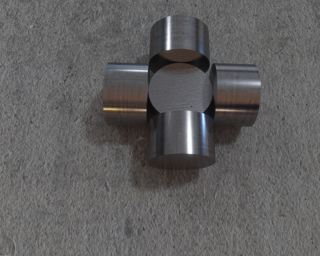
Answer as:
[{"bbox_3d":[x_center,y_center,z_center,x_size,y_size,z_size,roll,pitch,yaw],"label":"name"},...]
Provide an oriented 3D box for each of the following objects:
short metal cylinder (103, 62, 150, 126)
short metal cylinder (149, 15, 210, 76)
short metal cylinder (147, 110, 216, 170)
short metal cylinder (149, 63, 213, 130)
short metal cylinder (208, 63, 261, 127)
[{"bbox_3d":[-0.040,-0.043,0.396,0.050,0.080,0.080,2,70,1],"label":"short metal cylinder"},{"bbox_3d":[0.026,-0.106,0.418,0.081,0.080,0.050,2,71,0],"label":"short metal cylinder"},{"bbox_3d":[0.025,0.018,0.374,0.081,0.080,0.050,0,70,0],"label":"short metal cylinder"},{"bbox_3d":[0.026,-0.039,0.411,0.081,0.050,0.080,0,70,0],"label":"short metal cylinder"},{"bbox_3d":[0.091,-0.042,0.397,0.050,0.080,0.080,2,70,1],"label":"short metal cylinder"}]
